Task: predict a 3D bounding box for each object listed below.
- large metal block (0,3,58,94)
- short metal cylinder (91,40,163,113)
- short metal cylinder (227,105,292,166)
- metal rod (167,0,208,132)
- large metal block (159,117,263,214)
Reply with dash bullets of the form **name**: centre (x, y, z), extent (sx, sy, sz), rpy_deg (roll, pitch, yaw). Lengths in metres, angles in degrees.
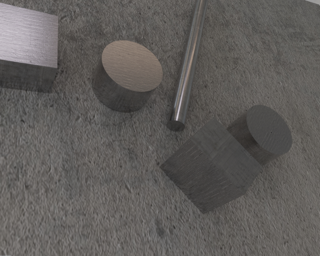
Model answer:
- **large metal block**: centre (-0.163, -0.091, 0.355), extent (0.081, 0.050, 0.080), rpy_deg (5, 59, -26)
- **short metal cylinder**: centre (-0.043, -0.067, 0.405), extent (0.081, 0.050, 0.080), rpy_deg (14, 56, -21)
- **short metal cylinder**: centre (0.145, 0.013, 0.458), extent (0.081, 0.050, 0.080), rpy_deg (14, 56, -21)
- **metal rod**: centre (0.050, -0.121, 0.504), extent (0.025, 0.025, 0.300), rpy_deg (24, 53, -14)
- **large metal block**: centre (0.058, 0.047, 0.371), extent (0.080, 0.080, 0.050), rpy_deg (47, 51, 4)
